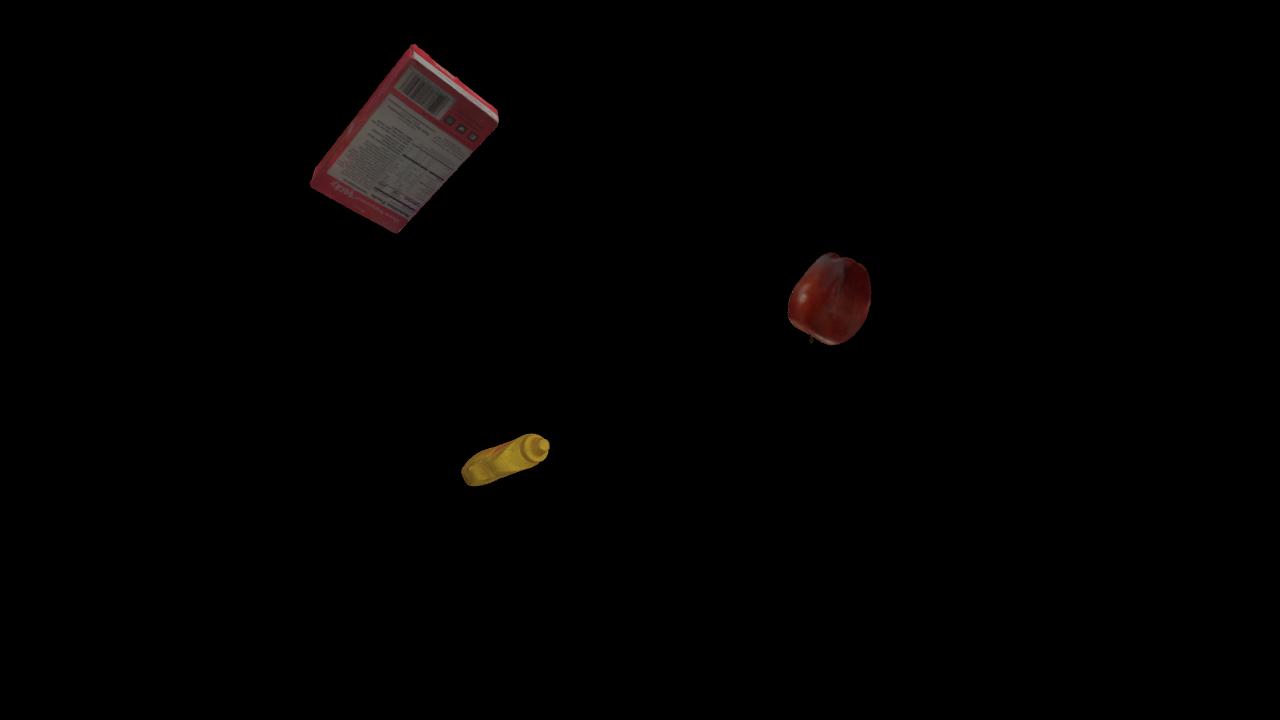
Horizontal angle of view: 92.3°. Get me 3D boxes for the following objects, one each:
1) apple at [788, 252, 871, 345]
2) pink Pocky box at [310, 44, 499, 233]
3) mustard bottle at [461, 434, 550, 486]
[{"bbox_3d":[0.195,-0.060,0.631,0.079,0.093,0.079,24,9,-4],"label":"apple"},{"bbox_3d":[-0.202,-0.182,0.526,0.155,0.029,0.084,-35,-43,26],"label":"pink Pocky box"},{"bbox_3d":[-0.197,0.150,0.953,0.092,0.054,0.184,-18,-4,-46],"label":"mustard bottle"}]
